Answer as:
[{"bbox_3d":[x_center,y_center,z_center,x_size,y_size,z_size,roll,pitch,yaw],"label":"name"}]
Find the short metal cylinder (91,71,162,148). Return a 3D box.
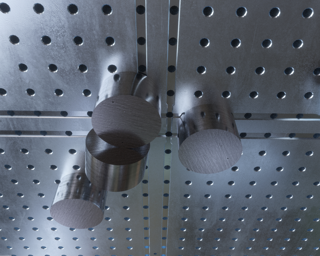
[{"bbox_3d":[-0.039,-0.021,0.377,0.081,0.050,0.079,0,130,0],"label":"short metal cylinder"}]

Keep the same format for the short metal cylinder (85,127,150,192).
[{"bbox_3d":[-0.056,0.036,0.406,0.081,0.080,0.050,7,130,-6],"label":"short metal cylinder"}]

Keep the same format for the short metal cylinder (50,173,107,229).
[{"bbox_3d":[-0.127,0.117,0.493,0.081,0.050,0.079,0,130,0],"label":"short metal cylinder"}]

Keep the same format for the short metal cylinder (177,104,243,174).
[{"bbox_3d":[0.063,0.015,0.409,0.081,0.050,0.079,0,130,0],"label":"short metal cylinder"}]
